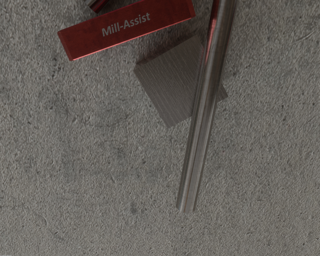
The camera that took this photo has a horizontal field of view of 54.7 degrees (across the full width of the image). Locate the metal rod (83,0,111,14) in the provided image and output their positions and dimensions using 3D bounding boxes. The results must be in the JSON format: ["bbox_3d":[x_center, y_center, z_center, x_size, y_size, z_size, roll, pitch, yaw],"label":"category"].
[{"bbox_3d":[0.030,-0.236,0.323,0.300,0.025,0.025,-41,106,13],"label":"metal rod"}]

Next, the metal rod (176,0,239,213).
[{"bbox_3d":[0.053,-0.038,0.343,0.025,0.025,0.298,7,110,-3],"label":"metal rod"}]

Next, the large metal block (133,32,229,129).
[{"bbox_3d":[0.024,-0.059,0.375,0.080,0.050,0.080,-28,108,9],"label":"large metal block"}]

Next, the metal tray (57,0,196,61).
[{"bbox_3d":[-0.033,-0.113,0.333,0.131,0.090,0.030,-18,109,6],"label":"metal tray"}]
